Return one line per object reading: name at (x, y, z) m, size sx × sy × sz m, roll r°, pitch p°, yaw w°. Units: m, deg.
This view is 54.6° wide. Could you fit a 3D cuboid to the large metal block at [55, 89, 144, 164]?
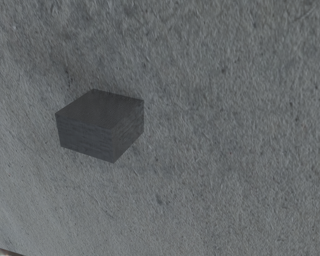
large metal block at (-0.075, -0.006, 0.408) m, size 0.080 × 0.080 × 0.050 m, roll 15°, pitch 125°, yaw 20°
